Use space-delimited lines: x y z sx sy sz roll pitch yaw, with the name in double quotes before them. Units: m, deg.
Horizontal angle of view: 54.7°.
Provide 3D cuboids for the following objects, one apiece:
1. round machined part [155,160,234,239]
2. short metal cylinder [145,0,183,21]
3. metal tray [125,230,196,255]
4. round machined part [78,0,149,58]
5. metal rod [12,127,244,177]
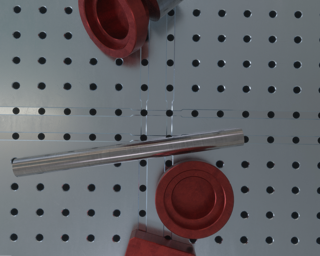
"round machined part" 0.043 0.089 0.405 0.099 0.042 0.097 0 90 0
"short metal cylinder" -0.008 -0.181 0.382 0.050 0.080 0.080 -42 90 -9
"metal tray" -0.013 0.213 0.411 0.090 0.030 0.129 17 90 0
"round machined part" -0.052 -0.141 0.386 0.098 0.098 0.042 49 55 0
"metal rod" -0.041 0.032 0.413 0.302 0.025 0.025 -8 90 0
